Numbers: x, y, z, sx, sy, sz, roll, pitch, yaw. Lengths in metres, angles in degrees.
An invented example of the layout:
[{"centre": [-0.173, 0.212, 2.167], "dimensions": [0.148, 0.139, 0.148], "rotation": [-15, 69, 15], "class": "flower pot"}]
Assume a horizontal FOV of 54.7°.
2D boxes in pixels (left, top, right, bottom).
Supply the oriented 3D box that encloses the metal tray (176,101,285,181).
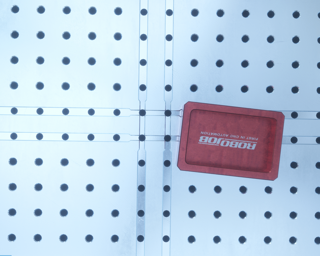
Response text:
[{"centre": [0.091, 0.017, 0.412], "dimensions": [0.131, 0.030, 0.089], "rotation": [7, 90, -1], "class": "metal tray"}]
